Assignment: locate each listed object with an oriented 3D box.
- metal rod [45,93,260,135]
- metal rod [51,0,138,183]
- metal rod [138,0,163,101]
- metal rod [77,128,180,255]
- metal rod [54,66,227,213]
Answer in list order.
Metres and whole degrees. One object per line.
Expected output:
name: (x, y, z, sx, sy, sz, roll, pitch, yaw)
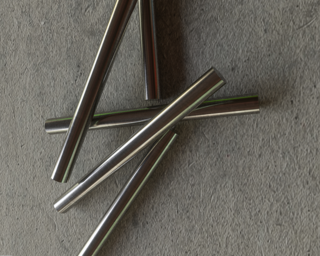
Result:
metal rod: (-0.024, -0.016, 0.417, 0.301, 0.025, 0.025, -6, 88, 19)
metal rod: (-0.082, -0.066, 0.410, 0.025, 0.025, 0.298, 25, 98, 18)
metal rod: (-0.019, -0.186, 0.415, 0.025, 0.025, 0.298, -4, 89, 20)
metal rod: (-0.065, 0.124, 0.431, 0.025, 0.025, 0.299, 37, 102, 16)
metal rod: (-0.040, 0.028, 0.404, 0.299, 0.025, 0.025, -39, 78, 22)
